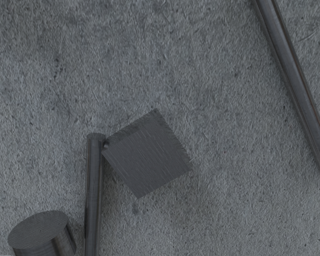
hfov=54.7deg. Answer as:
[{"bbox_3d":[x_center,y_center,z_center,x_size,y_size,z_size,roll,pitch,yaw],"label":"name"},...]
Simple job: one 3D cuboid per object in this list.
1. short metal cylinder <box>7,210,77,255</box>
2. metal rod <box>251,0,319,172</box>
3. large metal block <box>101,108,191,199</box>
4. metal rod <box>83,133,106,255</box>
[{"bbox_3d":[-0.165,0.162,0.439,0.080,0.080,0.050,-9,110,3],"label":"short metal cylinder"},{"bbox_3d":[0.171,-0.057,0.390,0.025,0.025,0.299,-27,108,9],"label":"metal rod"},{"bbox_3d":[-0.017,0.033,0.409,0.080,0.050,0.080,-31,107,10],"label":"large metal block"},{"bbox_3d":[-0.101,0.150,0.464,0.025,0.025,0.298,6,110,-2],"label":"metal rod"}]
